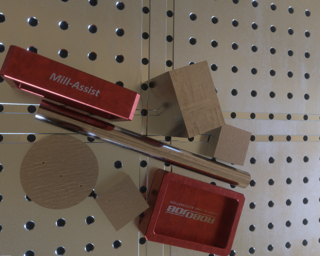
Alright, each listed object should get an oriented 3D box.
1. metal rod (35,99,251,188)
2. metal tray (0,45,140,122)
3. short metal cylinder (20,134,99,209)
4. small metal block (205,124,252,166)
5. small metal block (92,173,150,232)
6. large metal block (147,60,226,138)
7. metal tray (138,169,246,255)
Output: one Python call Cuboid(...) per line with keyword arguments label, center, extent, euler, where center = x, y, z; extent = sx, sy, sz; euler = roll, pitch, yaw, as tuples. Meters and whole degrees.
Cuboid(label="metal rod", center=(-0.008, 0.028, 0.410), extent=(0.302, 0.025, 0.025), euler=(20, 83, -19))
Cuboid(label="metal tray", center=(-0.097, -0.042, 0.341), extent=(0.131, 0.090, 0.030), euler=(20, 84, -19))
Cuboid(label="short metal cylinder", center=(-0.115, 0.047, 0.356), extent=(0.081, 0.050, 0.080), euler=(0, 90, -20))
Cuboid(label="small metal block", center=(0.099, 0.024, 0.449), extent=(0.050, 0.025, 0.050), euler=(18, 84, -19))
Cuboid(label="small metal block", center=(-0.050, 0.093, 0.395), extent=(0.050, 0.025, 0.050), euler=(-34, 101, -17))
Cuboid(label="large metal block", center=(0.031, -0.034, 0.396), extent=(0.050, 0.080, 0.080), euler=(-20, 97, -19))
Cuboid(label="metal tray", center=(0.046, 0.117, 0.426), extent=(0.131, 0.030, 0.090), euler=(19, 84, -19))
